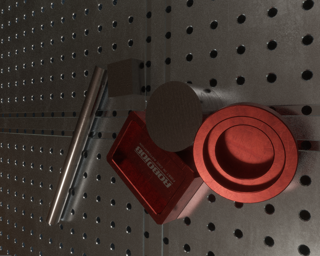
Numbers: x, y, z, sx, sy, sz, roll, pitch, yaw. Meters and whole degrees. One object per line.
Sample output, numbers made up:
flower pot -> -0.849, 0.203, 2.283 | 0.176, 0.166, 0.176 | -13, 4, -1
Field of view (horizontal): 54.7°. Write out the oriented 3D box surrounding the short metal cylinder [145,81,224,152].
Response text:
short metal cylinder -> 0.029, -0.013, 0.367 | 0.080, 0.050, 0.079 | 0, 90, 39

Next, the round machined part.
round machined part -> 0.086, 0.022, 0.313 | 0.098, 0.042, 0.097 | 5, 103, 22

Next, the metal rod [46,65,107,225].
metal rod -> -0.142, 0.038, 0.523 | 0.025, 0.025, 0.298 | 35, 111, 34

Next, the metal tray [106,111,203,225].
metal tray -> -0.010, 0.049, 0.412 | 0.130, 0.030, 0.089 | 45, 117, 30

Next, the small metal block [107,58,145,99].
small metal block -> -0.049, -0.070, 0.448 | 0.050, 0.025, 0.050 | -3, 88, 39
